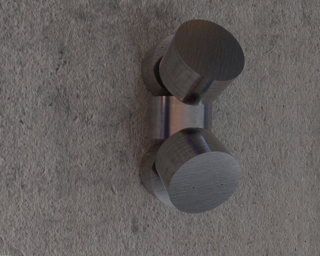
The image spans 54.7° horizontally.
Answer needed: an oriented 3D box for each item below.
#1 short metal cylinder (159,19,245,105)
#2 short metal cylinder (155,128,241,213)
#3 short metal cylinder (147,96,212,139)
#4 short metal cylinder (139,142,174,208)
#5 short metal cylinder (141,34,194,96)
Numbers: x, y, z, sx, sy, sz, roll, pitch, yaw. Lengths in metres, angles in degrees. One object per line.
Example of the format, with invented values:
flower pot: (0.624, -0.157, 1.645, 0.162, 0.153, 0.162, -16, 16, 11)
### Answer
short metal cylinder: (0.045, -0.072, 0.344, 0.081, 0.050, 0.080, 9, 62, -17)
short metal cylinder: (0.040, 0.046, 0.341, 0.081, 0.050, 0.079, -8, 120, -14)
short metal cylinder: (0.025, -0.011, 0.391, 0.081, 0.080, 0.050, 2, 90, -20)
short metal cylinder: (0.018, 0.058, 0.404, 0.081, 0.050, 0.080, 0, 90, -20)
short metal cylinder: (0.021, -0.077, 0.405, 0.081, 0.050, 0.080, 0, 90, -20)
